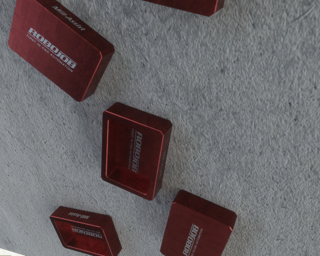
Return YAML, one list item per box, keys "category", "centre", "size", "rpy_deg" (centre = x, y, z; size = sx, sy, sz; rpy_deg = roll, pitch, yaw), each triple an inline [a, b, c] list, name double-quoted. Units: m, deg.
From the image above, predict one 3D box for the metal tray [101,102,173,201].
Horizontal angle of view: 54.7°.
- category: "metal tray"
  centre: [-0.037, 0.036, 0.445]
  size: [0.090, 0.030, 0.129]
  rpy_deg: [20, 126, 16]

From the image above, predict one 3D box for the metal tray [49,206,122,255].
- category: "metal tray"
  centre: [-0.146, 0.205, 0.607]
  size: [0.130, 0.030, 0.089]
  rpy_deg: [2, 120, 27]

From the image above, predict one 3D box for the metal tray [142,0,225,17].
- category: "metal tray"
  centre: [0.025, -0.178, 0.280]
  size: [0.090, 0.030, 0.129]
  rpy_deg: [20, 126, 16]

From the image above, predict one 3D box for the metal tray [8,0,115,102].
- category: "metal tray"
  centre: [-0.133, -0.107, 0.407]
  size: [0.130, 0.030, 0.089]
  rpy_deg: [38, 129, 2]

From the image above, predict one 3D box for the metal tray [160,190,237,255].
- category: "metal tray"
  centre: [0.055, 0.164, 0.476]
  size: [0.090, 0.030, 0.129]
  rpy_deg: [21, 127, 15]
